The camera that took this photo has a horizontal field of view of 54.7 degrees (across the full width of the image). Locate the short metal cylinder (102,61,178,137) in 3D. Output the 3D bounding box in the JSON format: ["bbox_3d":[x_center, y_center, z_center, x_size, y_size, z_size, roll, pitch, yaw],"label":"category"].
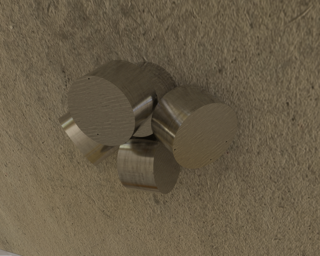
[{"bbox_3d":[-0.023,-0.036,0.381,0.080,0.050,0.079,13,124,20],"label":"short metal cylinder"}]

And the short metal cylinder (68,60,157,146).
[{"bbox_3d":[-0.051,-0.027,0.335,0.080,0.050,0.079,13,124,20],"label":"short metal cylinder"}]

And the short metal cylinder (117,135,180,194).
[{"bbox_3d":[-0.012,0.043,0.403,0.050,0.080,0.079,2,119,27],"label":"short metal cylinder"}]

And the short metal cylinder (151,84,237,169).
[{"bbox_3d":[0.037,-0.002,0.343,0.050,0.081,0.079,46,143,49],"label":"short metal cylinder"}]

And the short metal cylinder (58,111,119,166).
[{"bbox_3d":[-0.089,0.004,0.414,0.080,0.050,0.080,51,172,11],"label":"short metal cylinder"}]
